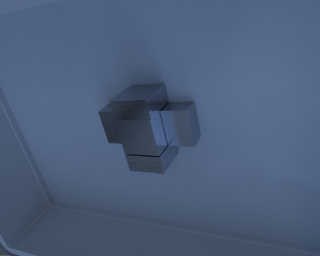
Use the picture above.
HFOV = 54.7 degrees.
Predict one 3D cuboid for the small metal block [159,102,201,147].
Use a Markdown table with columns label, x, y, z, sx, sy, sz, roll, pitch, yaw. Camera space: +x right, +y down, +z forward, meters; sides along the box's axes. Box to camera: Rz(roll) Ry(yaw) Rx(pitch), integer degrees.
| label | x | y | z | sx | sy | sz | roll | pitch | yaw |
| --- | --- | --- | --- | --- | --- | --- | --- | --- | --- |
| small metal block | 0.020 | -0.005 | 0.393 | 0.050 | 0.025 | 0.050 | 1 | 119 | 27 |

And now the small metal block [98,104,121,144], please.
| label | x | y | z | sx | sy | sz | roll | pitch | yaw |
| --- | --- | --- | --- | --- | --- | --- | --- | --- | --- |
| small metal block | -0.051 | -0.006 | 0.429 | 0.050 | 0.025 | 0.050 | 1 | 119 | 28 |

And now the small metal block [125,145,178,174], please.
| label | x | y | z | sx | sy | sz | roll | pitch | yaw |
| --- | --- | --- | --- | --- | --- | --- | --- | --- | --- |
| small metal block | -0.010 | 0.035 | 0.415 | 0.050 | 0.050 | 0.025 | 1 | 119 | 27 |

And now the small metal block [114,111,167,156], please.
| label | x | y | z | sx | sy | sz | roll | pitch | yaw |
| --- | --- | --- | --- | --- | --- | --- | --- | --- | --- |
| small metal block | -0.023 | 0.006 | 0.389 | 0.050 | 0.025 | 0.050 | 1 | 119 | 27 |

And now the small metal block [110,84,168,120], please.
| label | x | y | z | sx | sy | sz | roll | pitch | yaw |
| --- | --- | --- | --- | --- | --- | --- | --- | --- | --- |
| small metal block | -0.025 | -0.033 | 0.382 | 0.050 | 0.050 | 0.025 | 1 | 119 | 27 |
